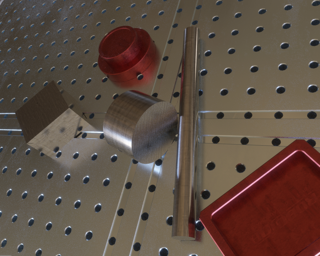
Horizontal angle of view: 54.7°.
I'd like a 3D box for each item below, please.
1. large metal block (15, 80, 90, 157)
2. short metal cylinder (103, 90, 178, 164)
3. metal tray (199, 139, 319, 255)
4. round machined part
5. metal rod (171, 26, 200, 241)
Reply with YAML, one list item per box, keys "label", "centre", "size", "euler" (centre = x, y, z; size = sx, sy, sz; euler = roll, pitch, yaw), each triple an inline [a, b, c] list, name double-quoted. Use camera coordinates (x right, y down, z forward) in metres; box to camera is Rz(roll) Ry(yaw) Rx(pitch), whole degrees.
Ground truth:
- label: "large metal block"
  centre: [-0.171, -0.015, 0.489]
  size: [0.080, 0.050, 0.080]
  euler: [-40, 51, 0]
- label: "short metal cylinder"
  centre: [-0.023, -0.002, 0.385]
  size: [0.050, 0.080, 0.080]
  euler: [24, 75, 36]
- label: "metal tray"
  centre: [0.115, 0.083, 0.293]
  size: [0.130, 0.030, 0.090]
  euler: [-38, 51, 2]
- label: "round machined part"
  centre: [-0.060, -0.127, 0.505]
  size: [0.098, 0.042, 0.098]
  euler: [-13, 56, 20]
- label: "metal rod"
  centre: [0.037, -0.015, 0.396]
  size: [0.025, 0.025, 0.299]
  euler: [-9, 58, 23]
